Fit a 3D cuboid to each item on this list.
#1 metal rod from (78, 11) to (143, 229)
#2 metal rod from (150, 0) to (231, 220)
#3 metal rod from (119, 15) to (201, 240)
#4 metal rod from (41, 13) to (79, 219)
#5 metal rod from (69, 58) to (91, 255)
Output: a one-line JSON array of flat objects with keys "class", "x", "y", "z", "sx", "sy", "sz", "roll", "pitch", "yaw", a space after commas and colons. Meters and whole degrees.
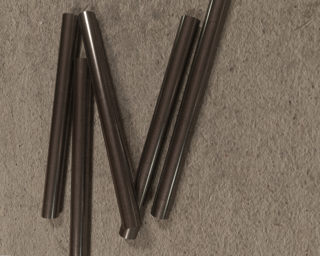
[{"class": "metal rod", "x": -0.069, "y": -0.018, "z": 0.417, "sx": 0.025, "sy": 0.025, "sz": 0.299, "roll": -18, "pitch": 79, "yaw": 19}, {"class": "metal rod", "x": 0.039, "y": -0.028, "z": 0.394, "sx": 0.025, "sy": 0.025, "sz": 0.298, "roll": 17, "pitch": 96, "yaw": 19}, {"class": "metal rod", "x": -0.002, "y": 0.004, "z": 0.408, "sx": 0.025, "sy": 0.025, "sz": 0.298, "roll": 18, "pitch": 96, "yaw": 18}, {"class": "metal rod", "x": -0.147, "y": -0.016, "z": 0.459, "sx": 0.025, "sy": 0.025, "sz": 0.298, "roll": 8, "pitch": 93, "yaw": 19}, {"class": "metal rod", "x": -0.115, "y": 0.050, "z": 0.447, "sx": 0.025, "sy": 0.025, "sz": 0.298, "roll": 2, "pitch": 91, "yaw": 19}]
